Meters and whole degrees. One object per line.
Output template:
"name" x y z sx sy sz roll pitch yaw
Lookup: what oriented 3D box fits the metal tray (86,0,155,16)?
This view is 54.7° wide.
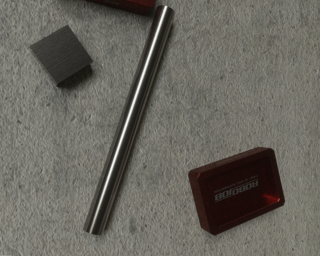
"metal tray" -0.068 -0.202 0.381 0.131 0.030 0.089 8 87 -20

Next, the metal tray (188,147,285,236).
"metal tray" 0.113 0.088 0.449 0.131 0.030 0.089 -16 96 -20

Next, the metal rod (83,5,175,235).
"metal rod" -0.037 -0.015 0.396 0.025 0.025 0.299 20 83 -19

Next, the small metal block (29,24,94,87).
"small metal block" -0.116 -0.085 0.366 0.050 0.025 0.050 -38 102 -16
